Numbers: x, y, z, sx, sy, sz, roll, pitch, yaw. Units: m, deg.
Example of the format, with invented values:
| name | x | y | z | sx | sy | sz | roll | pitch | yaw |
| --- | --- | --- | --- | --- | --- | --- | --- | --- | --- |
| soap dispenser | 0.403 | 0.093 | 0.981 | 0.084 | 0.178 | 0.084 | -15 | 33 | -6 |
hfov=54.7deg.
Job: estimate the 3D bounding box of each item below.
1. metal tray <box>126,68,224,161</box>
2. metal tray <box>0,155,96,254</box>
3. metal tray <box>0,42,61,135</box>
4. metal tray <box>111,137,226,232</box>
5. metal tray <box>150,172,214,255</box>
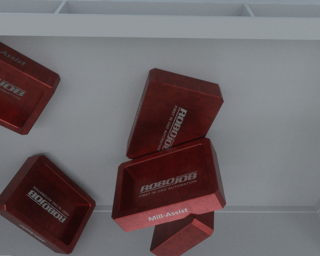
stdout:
| name | x | y | z | sx | sy | sz | roll | pitch | yaw |
| --- | --- | --- | --- | --- | --- | --- | --- | --- | --- |
| metal tray | 0.014 | -0.006 | 0.401 | 0.091 | 0.030 | 0.129 | 12 | 129 | -11 |
| metal tray | -0.161 | 0.113 | 0.455 | 0.030 | 0.090 | 0.130 | -10 | 131 | 34 |
| metal tray | -0.196 | -0.054 | 0.357 | 0.131 | 0.030 | 0.090 | 30 | 124 | -23 |
| metal tray | 0.009 | 0.069 | 0.384 | 0.130 | 0.090 | 0.030 | -18 | 128 | 15 |
| metal tray | 0.034 | 0.105 | 0.428 | 0.030 | 0.130 | 0.090 | 36 | 122 | -13 |
